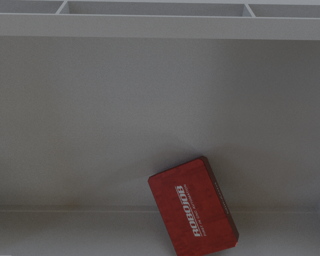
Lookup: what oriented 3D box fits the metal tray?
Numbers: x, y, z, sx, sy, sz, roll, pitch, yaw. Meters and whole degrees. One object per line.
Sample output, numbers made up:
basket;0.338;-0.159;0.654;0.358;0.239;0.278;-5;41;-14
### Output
metal tray;0.048;0.116;0.453;0.090;0.030;0.130;-24;85;18
